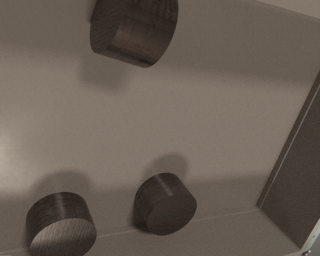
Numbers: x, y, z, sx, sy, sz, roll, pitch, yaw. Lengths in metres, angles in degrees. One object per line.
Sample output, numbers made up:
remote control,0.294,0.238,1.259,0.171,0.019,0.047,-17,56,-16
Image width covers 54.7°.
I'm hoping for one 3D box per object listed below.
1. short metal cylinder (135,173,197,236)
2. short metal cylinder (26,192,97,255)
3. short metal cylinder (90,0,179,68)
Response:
short metal cylinder,0.008,0.115,0.470,0.081,0.050,0.079,-14,125,-21
short metal cylinder,-0.129,0.131,0.404,0.081,0.050,0.079,-14,125,-21
short metal cylinder,-0.027,-0.103,0.296,0.050,0.080,0.079,11,113,-34
